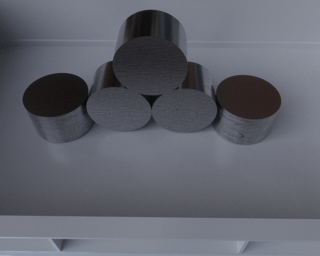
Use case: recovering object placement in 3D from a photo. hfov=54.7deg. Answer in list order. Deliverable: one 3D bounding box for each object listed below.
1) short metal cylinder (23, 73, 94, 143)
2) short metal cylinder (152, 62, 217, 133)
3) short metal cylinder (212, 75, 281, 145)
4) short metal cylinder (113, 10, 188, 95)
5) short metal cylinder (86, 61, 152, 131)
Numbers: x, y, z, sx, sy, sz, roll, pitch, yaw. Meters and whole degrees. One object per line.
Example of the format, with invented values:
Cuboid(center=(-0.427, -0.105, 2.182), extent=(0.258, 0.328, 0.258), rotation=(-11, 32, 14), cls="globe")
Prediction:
Cuboid(center=(-0.131, -0.027, 0.409), extent=(0.080, 0.050, 0.080), rotation=(0, 50, 0), cls="short metal cylinder")
Cuboid(center=(0.031, -0.038, 0.399), extent=(0.080, 0.080, 0.050), rotation=(1, 50, 1), cls="short metal cylinder")
Cuboid(center=(0.111, -0.025, 0.408), extent=(0.080, 0.050, 0.080), rotation=(0, 50, 0), cls="short metal cylinder")
Cuboid(center=(-0.010, -0.083, 0.347), extent=(0.080, 0.080, 0.050), rotation=(1, 50, 1), cls="short metal cylinder")
Cuboid(center=(-0.050, -0.040, 0.400), extent=(0.080, 0.080, 0.050), rotation=(1, 50, 1), cls="short metal cylinder")
